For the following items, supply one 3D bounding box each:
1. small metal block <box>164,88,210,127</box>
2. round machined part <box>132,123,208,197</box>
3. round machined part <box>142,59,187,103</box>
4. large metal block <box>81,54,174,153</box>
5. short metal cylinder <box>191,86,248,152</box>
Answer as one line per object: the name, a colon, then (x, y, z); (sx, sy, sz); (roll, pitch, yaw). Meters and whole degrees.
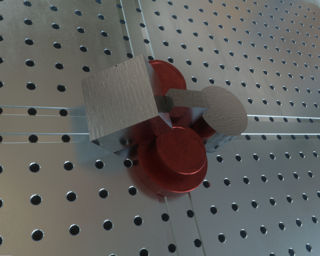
small metal block: (0.026, -0.024, 0.392); (0.050, 0.050, 0.025); (1, 61, -28)
round machined part: (0.018, 0.033, 0.387); (0.099, 0.042, 0.098); (14, 56, -21)
round machined part: (-0.003, -0.056, 0.430); (0.099, 0.042, 0.098); (14, 56, -21)
large metal block: (-0.039, -0.027, 0.361); (0.050, 0.080, 0.080); (44, 28, -62)
short metal cylinder: (0.076, -0.013, 0.439); (0.081, 0.050, 0.080); (14, 56, -21)
